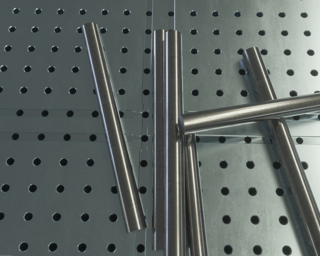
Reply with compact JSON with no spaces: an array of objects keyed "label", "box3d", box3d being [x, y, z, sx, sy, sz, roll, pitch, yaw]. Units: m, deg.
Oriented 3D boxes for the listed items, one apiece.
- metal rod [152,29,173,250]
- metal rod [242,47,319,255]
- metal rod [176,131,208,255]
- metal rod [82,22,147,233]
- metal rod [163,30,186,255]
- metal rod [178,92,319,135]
[{"label":"metal rod","box3d":[0.002,0.001,0.411,0.025,0.025,0.299,0,70,0]},{"label":"metal rod","box3d":[0.163,0.027,0.402,0.025,0.025,0.299,-11,70,-4]},{"label":"metal rod","box3d":[0.042,0.126,0.366,0.025,0.025,0.299,-3,70,-1]},{"label":"metal rod","box3d":[-0.066,-0.014,0.416,0.025,0.025,0.299,-14,71,-5]},{"label":"metal rod","box3d":[0.017,0.009,0.385,0.025,0.025,0.299,0,69,0]},{"label":"metal rod","box3d":[0.170,-0.028,0.397,0.302,0.025,0.025,-9,70,-14]}]
